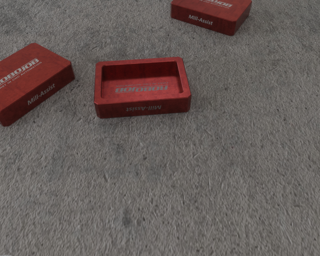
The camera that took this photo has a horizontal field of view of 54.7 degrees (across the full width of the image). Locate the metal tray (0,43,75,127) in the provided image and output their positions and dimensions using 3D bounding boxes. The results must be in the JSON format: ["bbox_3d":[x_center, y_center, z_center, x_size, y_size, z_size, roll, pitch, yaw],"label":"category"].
[{"bbox_3d":[-0.205,-0.069,0.456,0.090,0.030,0.131,30,56,22],"label":"metal tray"}]

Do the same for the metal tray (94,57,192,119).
[{"bbox_3d":[-0.026,-0.061,0.450,0.131,0.030,0.090,-4,50,-4],"label":"metal tray"}]

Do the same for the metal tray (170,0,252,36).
[{"bbox_3d":[0.097,-0.228,0.592,0.130,0.030,0.090,24,54,19],"label":"metal tray"}]
